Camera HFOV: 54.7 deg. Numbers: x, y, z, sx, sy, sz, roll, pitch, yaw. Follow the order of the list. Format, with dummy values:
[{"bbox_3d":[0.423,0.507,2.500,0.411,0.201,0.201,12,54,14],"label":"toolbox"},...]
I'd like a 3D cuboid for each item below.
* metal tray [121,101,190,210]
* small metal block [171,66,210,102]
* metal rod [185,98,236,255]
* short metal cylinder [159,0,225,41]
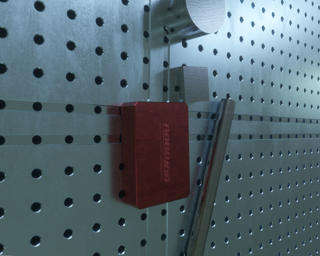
[{"bbox_3d":[-0.004,0.031,0.405,0.091,0.030,0.129,-2,92,-40],"label":"metal tray"},{"bbox_3d":[0.044,-0.062,0.449,0.050,0.025,0.050,-7,95,-40],"label":"small metal block"},{"bbox_3d":[0.074,0.098,0.473,0.025,0.025,0.299,24,75,-38],"label":"metal rod"},{"bbox_3d":[0.046,-0.167,0.433,0.081,0.050,0.079,0,91,-40],"label":"short metal cylinder"}]
